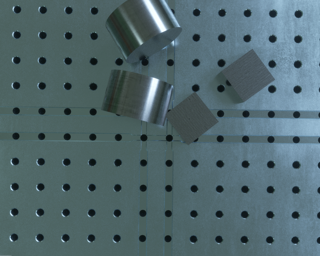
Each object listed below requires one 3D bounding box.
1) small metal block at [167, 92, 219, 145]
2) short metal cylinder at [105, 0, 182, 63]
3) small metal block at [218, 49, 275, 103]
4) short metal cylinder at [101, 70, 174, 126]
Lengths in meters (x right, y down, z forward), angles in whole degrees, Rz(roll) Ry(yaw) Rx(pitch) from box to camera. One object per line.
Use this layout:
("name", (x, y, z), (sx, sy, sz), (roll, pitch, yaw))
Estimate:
("small metal block", (0.041, -0.013, 0.414), (0.050, 0.025, 0.050), (-38, 90, 0))
("short metal cylinder", (-0.020, -0.124, 0.386), (0.080, 0.080, 0.050), (-30, 90, 0))
("small metal block", (0.115, -0.068, 0.414), (0.050, 0.025, 0.050), (-36, 90, 0))
("short metal cylinder", (-0.028, -0.036, 0.386), (0.080, 0.080, 0.050), (14, 90, 0))
